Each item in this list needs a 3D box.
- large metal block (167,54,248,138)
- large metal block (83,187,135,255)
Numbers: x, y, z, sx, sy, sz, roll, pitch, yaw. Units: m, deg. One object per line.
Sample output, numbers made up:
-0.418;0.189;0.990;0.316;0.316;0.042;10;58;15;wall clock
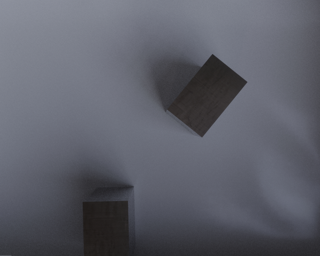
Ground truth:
0.053;-0.036;0.384;0.050;0.080;0.080;39;90;0;large metal block
-0.060;0.121;0.383;0.050;0.080;0.080;-1;90;0;large metal block
